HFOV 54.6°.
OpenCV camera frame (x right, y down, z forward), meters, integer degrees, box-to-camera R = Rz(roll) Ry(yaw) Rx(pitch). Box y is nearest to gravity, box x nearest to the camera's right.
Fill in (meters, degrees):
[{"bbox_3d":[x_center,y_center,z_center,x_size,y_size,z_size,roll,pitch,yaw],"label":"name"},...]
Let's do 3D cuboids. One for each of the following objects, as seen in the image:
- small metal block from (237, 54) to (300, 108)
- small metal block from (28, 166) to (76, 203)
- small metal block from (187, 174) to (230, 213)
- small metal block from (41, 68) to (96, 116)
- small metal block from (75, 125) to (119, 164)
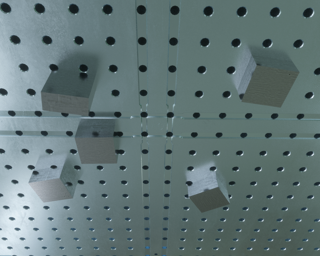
[{"bbox_3d":[0.126,-0.055,0.366,0.050,0.025,0.050,8,130,-7],"label":"small metal block"},{"bbox_3d":[-0.167,0.089,0.485,0.050,0.025,0.050,-10,130,8],"label":"small metal block"},{"bbox_3d":[0.079,0.107,0.503,0.050,0.025,0.050,-23,127,18],"label":"small metal block"},{"bbox_3d":[-0.104,-0.042,0.358,0.050,0.050,0.025,7,130,-6],"label":"small metal block"},{"bbox_3d":[-0.086,0.023,0.431,0.050,0.025,0.050,-1,130,0],"label":"small metal block"}]
